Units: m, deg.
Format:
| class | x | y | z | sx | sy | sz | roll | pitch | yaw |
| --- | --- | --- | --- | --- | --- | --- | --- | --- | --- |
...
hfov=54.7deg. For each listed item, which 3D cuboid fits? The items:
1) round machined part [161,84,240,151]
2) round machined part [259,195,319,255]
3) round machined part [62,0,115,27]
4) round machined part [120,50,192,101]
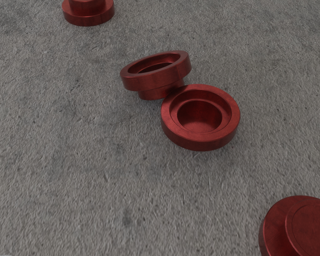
| class | x | y | z | sx | sy | sz | roll | pitch | yaw |
| --- | --- | --- | --- | --- | --- | --- | --- | --- | --- |
| round machined part | 0.050 | -0.009 | 0.400 | 0.099 | 0.042 | 0.098 | 0 | 50 | 0 |
| round machined part | 0.151 | 0.109 | 0.301 | 0.099 | 0.042 | 0.098 | 0 | 50 | 0 |
| round machined part | -0.138 | -0.239 | 0.592 | 0.099 | 0.042 | 0.098 | 0 | 50 | 0 |
| round machined part | -0.003 | -0.072 | 0.436 | 0.098 | 0.042 | 0.098 | -14 | 27 | 7 |
